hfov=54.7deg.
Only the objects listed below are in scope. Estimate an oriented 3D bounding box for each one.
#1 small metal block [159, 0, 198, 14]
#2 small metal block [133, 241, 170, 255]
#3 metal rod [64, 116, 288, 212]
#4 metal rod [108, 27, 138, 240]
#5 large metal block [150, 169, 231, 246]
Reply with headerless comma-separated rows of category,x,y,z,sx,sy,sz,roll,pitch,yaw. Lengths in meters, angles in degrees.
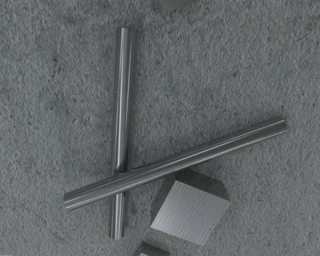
small metal block,0.019,-0.163,0.350,0.050,0.025,0.050,-21,109,7
small metal block,-0.018,0.215,0.489,0.050,0.025,0.050,27,108,-10
metal rod,0.021,0.046,0.409,0.302,0.025,0.025,-20,109,-1
metal rod,-0.052,0.021,0.416,0.025,0.025,0.298,5,110,-2
large metal block,0.040,0.107,0.437,0.080,0.050,0.079,23,108,-9
